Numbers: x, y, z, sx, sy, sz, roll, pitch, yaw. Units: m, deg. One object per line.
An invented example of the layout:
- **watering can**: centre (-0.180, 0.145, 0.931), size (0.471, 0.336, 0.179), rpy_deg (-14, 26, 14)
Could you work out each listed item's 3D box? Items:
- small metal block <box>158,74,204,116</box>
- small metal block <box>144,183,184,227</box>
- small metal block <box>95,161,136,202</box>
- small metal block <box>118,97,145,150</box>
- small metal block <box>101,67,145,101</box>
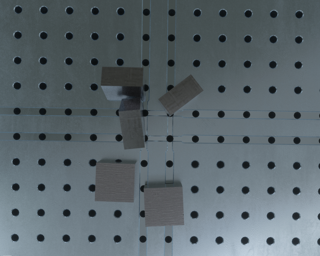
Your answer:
- **small metal block**: centre (0.025, -0.040, 0.401), size (0.050, 0.050, 0.025), rpy_deg (-37, 90, 0)
- **small metal block**: centre (0.005, 0.102, 0.413), size (0.050, 0.025, 0.050), rpy_deg (-3, 90, 0)
- **small metal block**: centre (-0.058, 0.070, 0.413), size (0.050, 0.025, 0.050), rpy_deg (2, 90, 0)
- **small metal block**: centre (-0.034, -0.007, 0.393), size (0.025, 0.050, 0.050), rpy_deg (-6, 113, 0)
- **small metal block**: centre (-0.046, -0.056, 0.398), size (0.050, 0.050, 0.025), rpy_deg (1, 75, 0)
